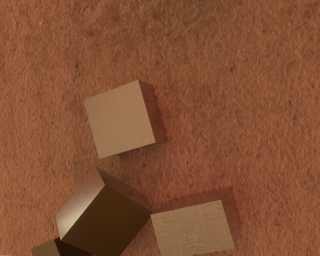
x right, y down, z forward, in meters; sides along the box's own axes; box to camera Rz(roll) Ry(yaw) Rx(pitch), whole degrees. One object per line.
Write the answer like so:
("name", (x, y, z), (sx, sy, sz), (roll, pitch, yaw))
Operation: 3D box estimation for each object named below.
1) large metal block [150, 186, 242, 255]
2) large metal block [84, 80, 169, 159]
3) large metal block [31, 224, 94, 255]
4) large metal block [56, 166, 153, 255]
("large metal block", (0.046, 0.108, 0.363), (0.080, 0.080, 0.050), (-17, 85, 19))
("large metal block", (-0.044, -0.010, 0.410), (0.080, 0.050, 0.080), (-17, 84, 19))
("large metal block", (-0.110, 0.177, 0.413), (0.050, 0.080, 0.080), (-29, 81, 29))
("large metal block", (-0.069, 0.108, 0.389), (0.080, 0.080, 0.050), (-52, 31, 0))
